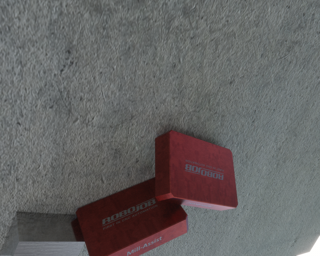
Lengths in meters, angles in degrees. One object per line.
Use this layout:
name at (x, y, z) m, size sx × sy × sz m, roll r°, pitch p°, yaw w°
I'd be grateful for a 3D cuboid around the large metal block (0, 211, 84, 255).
large metal block at (-0.156, 0.159, 0.405) m, size 0.081 × 0.050 × 0.080 m, roll 15°, pitch 111°, yaw -35°

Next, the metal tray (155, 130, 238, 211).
metal tray at (0.053, 0.063, 0.436) m, size 0.131 × 0.090 × 0.030 m, roll 18°, pitch 149°, yaw -36°

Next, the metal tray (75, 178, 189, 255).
metal tray at (-0.039, 0.126, 0.422) m, size 0.131 × 0.090 × 0.030 m, roll -20°, pitch 127°, yaw -18°
